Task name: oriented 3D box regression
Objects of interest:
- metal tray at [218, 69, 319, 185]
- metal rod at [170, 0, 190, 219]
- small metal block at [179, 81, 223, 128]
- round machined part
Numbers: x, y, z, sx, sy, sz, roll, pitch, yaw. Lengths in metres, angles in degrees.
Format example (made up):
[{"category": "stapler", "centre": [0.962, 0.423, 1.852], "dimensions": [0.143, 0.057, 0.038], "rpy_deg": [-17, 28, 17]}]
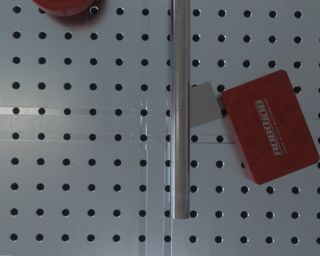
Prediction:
[{"category": "metal tray", "centre": [0.142, -0.001, 0.412], "dimensions": [0.090, 0.030, 0.129], "rpy_deg": [-21, 90, 0]}, {"category": "metal rod", "centre": [0.025, -0.038, 0.388], "dimensions": [0.025, 0.025, 0.298], "rpy_deg": [0, 89, 0]}, {"category": "small metal block", "centre": [0.049, -0.029, 0.414], "dimensions": [0.050, 0.025, 0.050], "rpy_deg": [-19, 90, 0]}, {"category": "round machined part", "centre": [-0.126, -0.194, 0.404], "dimensions": [0.099, 0.042, 0.097], "rpy_deg": [0, 90, 0]}]
